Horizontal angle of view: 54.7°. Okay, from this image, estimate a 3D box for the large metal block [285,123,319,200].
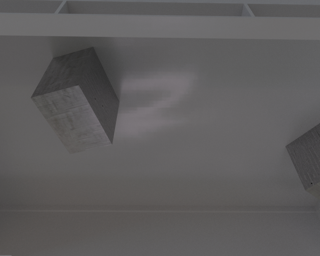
[{"bbox_3d":[0.227,0.041,0.410,0.050,0.080,0.080,32,123,-24],"label":"large metal block"}]

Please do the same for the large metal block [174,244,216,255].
[{"bbox_3d":[0.072,0.296,0.628,0.080,0.080,0.050,-33,123,25],"label":"large metal block"}]

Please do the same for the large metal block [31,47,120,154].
[{"bbox_3d":[-0.087,-0.031,0.346,0.050,0.080,0.080,-13,129,11],"label":"large metal block"}]
